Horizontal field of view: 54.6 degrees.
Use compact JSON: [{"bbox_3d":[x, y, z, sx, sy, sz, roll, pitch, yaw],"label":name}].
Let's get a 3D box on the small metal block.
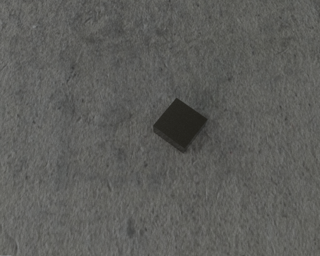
[{"bbox_3d":[0.026,-0.003,0.409,0.050,0.025,0.050,36,74,12],"label":"small metal block"}]
